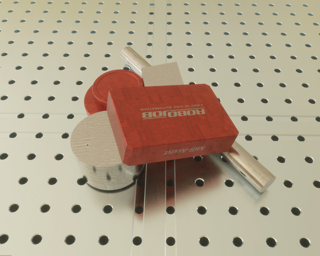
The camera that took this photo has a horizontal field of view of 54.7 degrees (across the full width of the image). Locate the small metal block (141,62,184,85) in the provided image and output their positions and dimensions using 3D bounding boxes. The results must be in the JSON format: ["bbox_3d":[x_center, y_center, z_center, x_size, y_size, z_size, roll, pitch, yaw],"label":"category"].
[{"bbox_3d":[0.004,-0.061,0.423,0.050,0.025,0.050,-11,53,-3],"label":"small metal block"}]

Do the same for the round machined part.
[{"bbox_3d":[-0.055,-0.044,0.426,0.099,0.042,0.098,-1,50,1],"label":"round machined part"}]

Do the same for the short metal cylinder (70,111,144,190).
[{"bbox_3d":[-0.059,0.025,0.364,0.081,0.050,0.080,0,50,0],"label":"short metal cylinder"}]

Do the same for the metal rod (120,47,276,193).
[{"bbox_3d":[0.034,-0.029,0.427,0.025,0.025,0.300,-29,56,-22],"label":"metal rod"}]

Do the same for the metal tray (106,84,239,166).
[{"bbox_3d":[0.013,-0.009,0.357,0.131,0.030,0.090,-6,49,-22],"label":"metal tray"}]
